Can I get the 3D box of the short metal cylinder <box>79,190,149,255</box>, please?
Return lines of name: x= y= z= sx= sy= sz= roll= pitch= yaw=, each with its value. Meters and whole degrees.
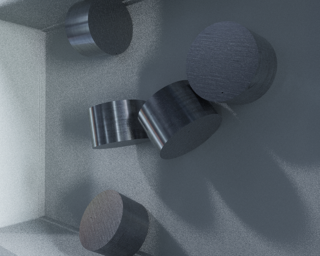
short metal cylinder: x=-0.062 y=0.130 z=0.417 sx=0.080 sy=0.050 sz=0.080 roll=-26 pitch=44 yaw=28

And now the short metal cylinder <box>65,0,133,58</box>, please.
short metal cylinder: x=-0.085 y=-0.142 z=0.439 sx=0.050 sy=0.081 sz=0.079 roll=5 pitch=94 yaw=39

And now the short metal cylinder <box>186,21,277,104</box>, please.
short metal cylinder: x=0.075 y=-0.066 z=0.328 sx=0.080 sy=0.050 sz=0.079 roll=0 pitch=90 yaw=39

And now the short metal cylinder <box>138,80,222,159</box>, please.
short metal cylinder: x=0.022 y=-0.008 z=0.351 sx=0.080 sy=0.081 sz=0.050 roll=-47 pitch=62 yaw=29

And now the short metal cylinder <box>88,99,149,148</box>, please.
short metal cylinder: x=-0.052 y=-0.003 z=0.412 sx=0.080 sy=0.081 sz=0.050 roll=-15 pitch=81 yaw=38
